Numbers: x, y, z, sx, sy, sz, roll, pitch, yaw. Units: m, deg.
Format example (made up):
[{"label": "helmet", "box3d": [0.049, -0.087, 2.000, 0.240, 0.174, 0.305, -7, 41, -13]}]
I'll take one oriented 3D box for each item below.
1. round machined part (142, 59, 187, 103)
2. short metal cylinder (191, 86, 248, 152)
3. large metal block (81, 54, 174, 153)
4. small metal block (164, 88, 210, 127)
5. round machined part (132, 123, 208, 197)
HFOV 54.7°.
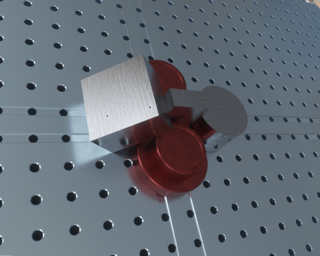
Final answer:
[{"label": "round machined part", "box3d": [-0.003, -0.056, 0.430, 0.099, 0.042, 0.098, 14, 56, -21]}, {"label": "short metal cylinder", "box3d": [0.076, -0.013, 0.439, 0.081, 0.050, 0.080, 14, 56, -21]}, {"label": "large metal block", "box3d": [-0.039, -0.027, 0.361, 0.050, 0.080, 0.080, 44, 28, -62]}, {"label": "small metal block", "box3d": [0.026, -0.024, 0.392, 0.050, 0.050, 0.025, 1, 61, -28]}, {"label": "round machined part", "box3d": [0.018, 0.033, 0.387, 0.099, 0.042, 0.098, 14, 56, -21]}]
